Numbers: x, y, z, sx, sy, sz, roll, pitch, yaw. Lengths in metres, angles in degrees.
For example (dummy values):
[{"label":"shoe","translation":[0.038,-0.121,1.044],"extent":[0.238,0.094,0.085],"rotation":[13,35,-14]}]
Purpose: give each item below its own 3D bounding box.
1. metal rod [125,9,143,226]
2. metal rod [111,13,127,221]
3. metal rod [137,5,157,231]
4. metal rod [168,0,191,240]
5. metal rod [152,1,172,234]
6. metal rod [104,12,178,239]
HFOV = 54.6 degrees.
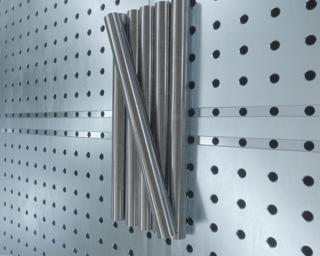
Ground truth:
[{"label":"metal rod","translation":[-0.035,-0.014,0.439],"extent":[0.025,0.025,0.298],"rotation":[1,91,40]},{"label":"metal rod","translation":[-0.058,-0.015,0.457],"extent":[0.025,0.025,0.298],"rotation":[1,91,40]},{"label":"metal rod","translation":[-0.017,-0.013,0.423],"extent":[0.025,0.025,0.298],"rotation":[1,91,40]},{"label":"metal rod","translation":[0.024,-0.012,0.391],"extent":[0.025,0.025,0.298],"rotation":[2,91,40]},{"label":"metal rod","translation":[0.004,-0.013,0.408],"extent":[0.025,0.025,0.298],"rotation":[1,91,40]},{"label":"metal rod","translation":[-0.028,-0.013,0.401],"extent":[0.025,0.025,0.299],"rotation":[-24,75,37]}]
